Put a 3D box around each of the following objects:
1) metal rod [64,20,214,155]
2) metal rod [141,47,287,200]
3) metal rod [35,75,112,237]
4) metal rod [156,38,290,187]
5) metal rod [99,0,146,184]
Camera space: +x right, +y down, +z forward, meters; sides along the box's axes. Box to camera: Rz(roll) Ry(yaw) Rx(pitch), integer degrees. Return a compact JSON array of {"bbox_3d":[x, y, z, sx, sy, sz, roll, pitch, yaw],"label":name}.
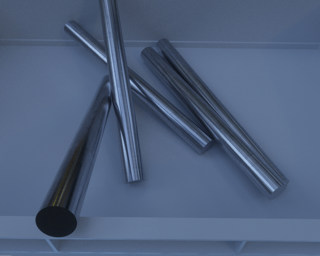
[{"bbox_3d":[-0.043,-0.070,0.444,0.025,0.025,0.300,-35,64,-26],"label":"metal rod"},{"bbox_3d":[0.052,-0.027,0.416,0.025,0.025,0.300,-23,50,-18],"label":"metal rod"},{"bbox_3d":[-0.070,-0.005,0.327,0.025,0.025,0.300,-2,25,-2],"label":"metal rod"},{"bbox_3d":[0.070,-0.037,0.436,0.025,0.025,0.300,-20,53,-17],"label":"metal rod"},{"bbox_3d":[-0.054,-0.079,0.397,0.025,0.025,0.299,-8,74,-7],"label":"metal rod"}]
